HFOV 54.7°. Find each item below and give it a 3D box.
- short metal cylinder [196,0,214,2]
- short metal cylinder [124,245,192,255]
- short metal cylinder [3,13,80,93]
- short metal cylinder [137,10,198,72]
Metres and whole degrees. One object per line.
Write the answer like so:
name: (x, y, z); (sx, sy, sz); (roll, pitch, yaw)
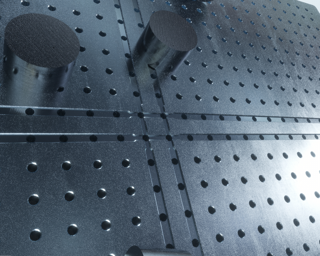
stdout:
short metal cylinder: (0.092, -0.297, 0.606); (0.081, 0.080, 0.050); (2, 61, -28)
short metal cylinder: (-0.004, 0.151, 0.280); (0.050, 0.080, 0.080); (14, 56, -21)
short metal cylinder: (-0.142, -0.089, 0.370); (0.081, 0.050, 0.080); (14, 56, -21)
short metal cylinder: (0.011, -0.135, 0.482); (0.081, 0.050, 0.080); (14, 56, -21)
